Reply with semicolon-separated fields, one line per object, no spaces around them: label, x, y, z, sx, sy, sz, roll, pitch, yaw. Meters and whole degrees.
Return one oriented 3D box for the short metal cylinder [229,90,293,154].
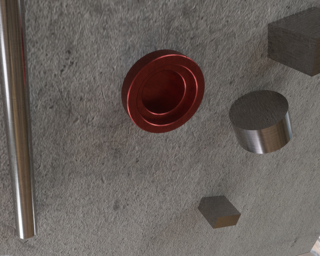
short metal cylinder;0.146;-0.010;0.448;0.080;0.080;0.050;-34;129;-6

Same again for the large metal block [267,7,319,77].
large metal block;0.204;-0.118;0.412;0.081;0.080;0.050;-24;127;-14

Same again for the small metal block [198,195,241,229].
small metal block;0.103;0.145;0.539;0.050;0.050;0.025;2;117;-30

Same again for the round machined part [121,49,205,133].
round machined part;0.000;-0.046;0.369;0.099;0.042;0.097;-14;125;-21

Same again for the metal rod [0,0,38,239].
metal rod;-0.149;0.002;0.326;0.025;0.025;0.298;-6;121;-26
